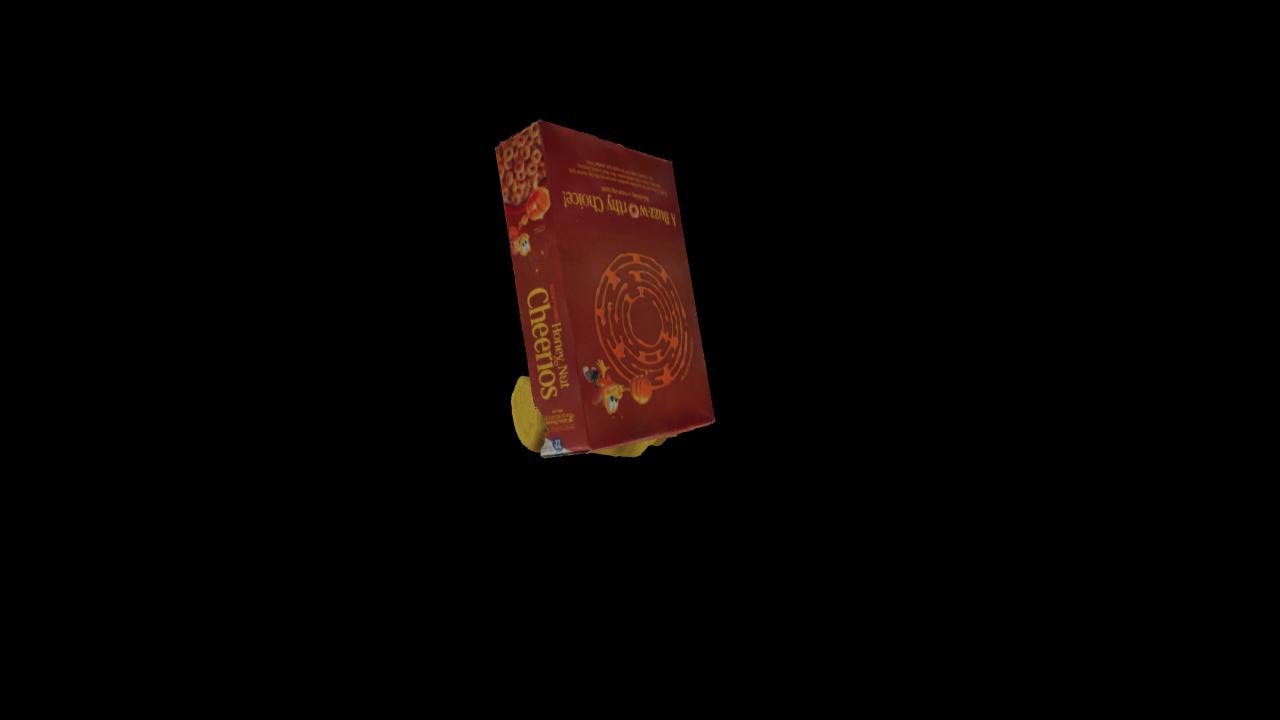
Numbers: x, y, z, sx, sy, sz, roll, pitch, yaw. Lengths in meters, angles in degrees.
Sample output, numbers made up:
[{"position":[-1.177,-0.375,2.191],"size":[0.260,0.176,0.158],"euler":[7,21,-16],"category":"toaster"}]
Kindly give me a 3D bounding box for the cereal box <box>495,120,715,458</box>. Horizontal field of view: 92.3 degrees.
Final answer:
[{"position":[-0.029,-0.066,0.632],"size":[0.081,0.306,0.203],"euler":[-11,-3,40],"category":"cereal box"}]

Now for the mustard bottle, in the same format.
[{"position":[-0.036,0.063,0.639],"size":[0.184,0.054,0.092],"euler":[10,22,-32],"category":"mustard bottle"}]
